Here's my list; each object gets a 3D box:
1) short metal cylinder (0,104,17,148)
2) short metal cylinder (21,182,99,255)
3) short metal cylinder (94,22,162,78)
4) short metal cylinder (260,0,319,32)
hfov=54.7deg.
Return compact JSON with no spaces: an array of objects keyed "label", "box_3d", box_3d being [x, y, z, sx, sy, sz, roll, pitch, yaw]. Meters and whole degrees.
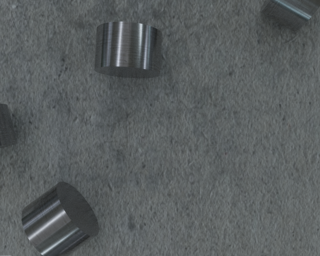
[{"label":"short metal cylinder","box_3d":[-0.225,0.004,0.380,0.080,0.080,0.050,-13,90,0]},{"label":"short metal cylinder","box_3d":[-0.120,0.113,0.381,0.050,0.080,0.080,-36,90,0]},{"label":"short metal cylinder","box_3d":[-0.039,-0.093,0.382,0.081,0.080,0.050,3,90,-1]},{"label":"short metal cylinder","box_3d":[0.170,-0.168,0.385,0.050,0.080,0.080,31,90,-1]}]
